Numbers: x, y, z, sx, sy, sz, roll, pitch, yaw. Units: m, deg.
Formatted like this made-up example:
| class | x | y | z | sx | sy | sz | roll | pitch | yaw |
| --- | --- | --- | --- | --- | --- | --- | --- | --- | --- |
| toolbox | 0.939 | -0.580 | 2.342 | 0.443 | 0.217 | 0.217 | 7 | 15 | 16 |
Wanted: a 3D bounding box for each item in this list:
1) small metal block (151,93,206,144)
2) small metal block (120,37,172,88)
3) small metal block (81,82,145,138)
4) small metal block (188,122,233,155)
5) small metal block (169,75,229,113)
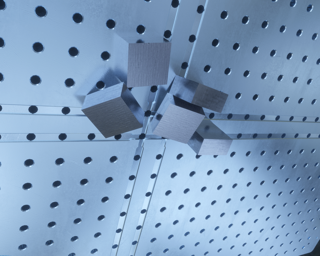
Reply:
| class | x | y | z | sx | sy | sz | roll | pitch | yaw |
| --- | --- | --- | --- | --- | --- | --- | --- | --- | --- |
| small metal block | 0.022 | -0.011 | 0.402 | 0.050 | 0.025 | 0.050 | 18 | 123 | -21 |
| small metal block | -0.017 | -0.076 | 0.354 | 0.050 | 0.025 | 0.050 | -8 | 122 | -24 |
| small metal block | -0.052 | -0.019 | 0.356 | 0.050 | 0.025 | 0.050 | -17 | 132 | 20 |
| small metal block | 0.065 | 0.014 | 0.439 | 0.050 | 0.050 | 0.025 | 3 | 117 | -30 |
| small metal block | 0.048 | -0.043 | 0.392 | 0.050 | 0.050 | 0.025 | 14 | 101 | -34 |
